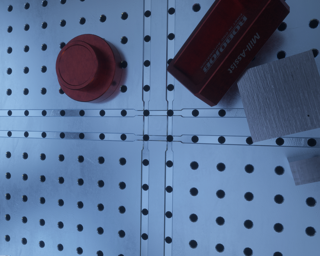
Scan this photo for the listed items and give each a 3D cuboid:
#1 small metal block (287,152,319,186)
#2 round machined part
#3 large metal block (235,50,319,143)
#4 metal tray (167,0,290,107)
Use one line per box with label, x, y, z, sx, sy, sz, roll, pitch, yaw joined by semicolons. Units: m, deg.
small metal block;0.170;0.042;0.339;0.050;0.050;0.025;-16;85;19
round machined part;-0.108;-0.086;0.442;0.098;0.042;0.097;0;90;20
large metal block;0.137;-0.032;0.351;0.080;0.050;0.080;-15;85;19
metal tray;0.071;-0.099;0.357;0.130;0.030;0.090;-53;35;12
